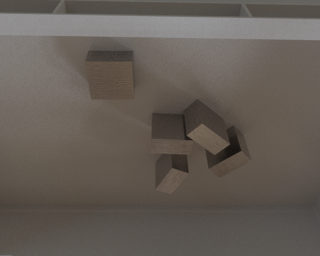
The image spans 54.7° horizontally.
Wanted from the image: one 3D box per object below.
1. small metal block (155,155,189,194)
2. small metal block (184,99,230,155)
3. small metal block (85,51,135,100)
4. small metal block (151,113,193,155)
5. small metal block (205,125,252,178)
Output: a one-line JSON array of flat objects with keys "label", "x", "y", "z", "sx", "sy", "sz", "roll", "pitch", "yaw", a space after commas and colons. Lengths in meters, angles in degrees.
[{"label": "small metal block", "x": 0.016, "y": 0.057, "z": 0.442, "sx": 0.025, "sy": 0.050, "sz": 0.050, "roll": 21, "pitch": 127, "yaw": -17}, {"label": "small metal block", "x": 0.059, "y": -0.002, "z": 0.392, "sx": 0.050, "sy": 0.050, "sz": 0.025, "roll": 34, "pitch": 122, "yaw": -26}, {"label": "small metal block", "x": -0.056, "y": -0.060, "z": 0.357, "sx": 0.050, "sy": 0.025, "sz": 0.050, "roll": 0, "pitch": 130, "yaw": -1}, {"label": "small metal block", "x": 0.014, "y": 0.007, "z": 0.399, "sx": 0.050, "sy": 0.050, "sz": 0.025, "roll": 3, "pitch": 131, "yaw": -3}, {"label": "small metal block", "x": 0.091, "y": 0.032, "z": 0.421, "sx": 0.050, "sy": 0.050, "sz": 0.025, "roll": -34, "pitch": 123, "yaw": 25}]
